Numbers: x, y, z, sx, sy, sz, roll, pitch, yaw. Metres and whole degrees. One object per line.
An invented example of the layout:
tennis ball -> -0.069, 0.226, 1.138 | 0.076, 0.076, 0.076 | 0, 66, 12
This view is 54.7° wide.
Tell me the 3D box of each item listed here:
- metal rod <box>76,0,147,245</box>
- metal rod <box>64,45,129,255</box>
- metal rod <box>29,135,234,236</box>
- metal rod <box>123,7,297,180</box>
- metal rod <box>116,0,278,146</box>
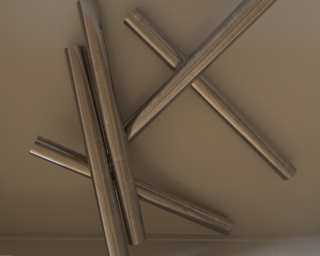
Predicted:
metal rod -> -0.057, -0.001, 0.378 | 0.025, 0.025, 0.298 | -10, 98, 3
metal rod -> -0.074, 0.050, 0.379 | 0.025, 0.025, 0.298 | -12, 91, 4
metal rod -> -0.026, 0.085, 0.423 | 0.301, 0.025, 0.025 | 27, 108, -17
metal rod -> 0.073, -0.034, 0.399 | 0.300, 0.025, 0.025 | 42, 105, -14
metal rod -> 0.014, -0.046, 0.370 | 0.025, 0.025, 0.299 | 40, 114, -14
